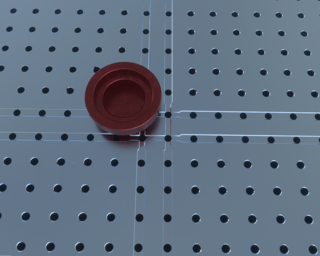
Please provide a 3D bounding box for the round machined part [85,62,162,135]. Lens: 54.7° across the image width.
[{"bbox_3d":[-0.047,-0.036,0.415,0.099,0.042,0.098,0,70,-1],"label":"round machined part"}]
